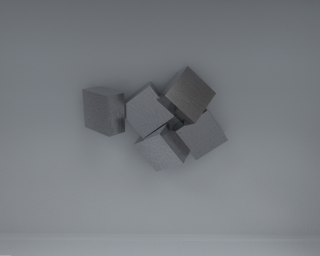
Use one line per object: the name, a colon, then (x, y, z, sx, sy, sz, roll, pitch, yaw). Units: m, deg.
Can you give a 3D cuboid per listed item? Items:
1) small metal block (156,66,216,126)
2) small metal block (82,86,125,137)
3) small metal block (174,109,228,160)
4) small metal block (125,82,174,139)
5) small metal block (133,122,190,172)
small metal block: (0.033, -0.039, 0.383, 0.050, 0.025, 0.050, 41, 70, -14)
small metal block: (-0.070, -0.022, 0.386, 0.050, 0.025, 0.050, 18, 116, 40)
small metal block: (0.054, 0.006, 0.413, 0.050, 0.025, 0.050, -34, 107, 11)
small metal block: (-0.017, -0.023, 0.401, 0.050, 0.025, 0.050, -36, 107, 12)
small metal block: (0.002, 0.026, 0.407, 0.050, 0.025, 0.050, -23, 112, 41)
